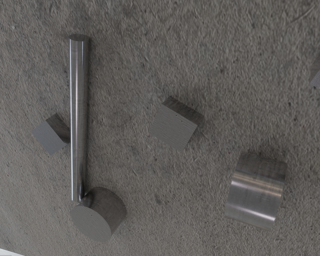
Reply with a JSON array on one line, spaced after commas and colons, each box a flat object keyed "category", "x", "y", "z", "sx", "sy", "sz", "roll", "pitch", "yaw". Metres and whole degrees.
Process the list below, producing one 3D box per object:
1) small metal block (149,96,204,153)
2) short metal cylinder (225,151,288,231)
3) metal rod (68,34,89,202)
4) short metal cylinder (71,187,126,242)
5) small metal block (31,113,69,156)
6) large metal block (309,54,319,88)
[{"category": "small metal block", "x": 0.020, "y": -0.004, "z": 0.394, "sx": 0.050, "sy": 0.025, "sz": 0.050, "roll": 32, "pitch": 129, "yaw": 7}, {"category": "short metal cylinder", "x": 0.111, "y": 0.072, "z": 0.357, "sx": 0.050, "sy": 0.080, "sz": 0.079, "roll": 15, "pitch": 124, "yaw": 20}, {"category": "metal rod", "x": -0.125, "y": 0.006, "z": 0.476, "sx": 0.025, "sy": 0.025, "sz": 0.298, "roll": 22, "pitch": 127, "yaw": 15}, {"category": "short metal cylinder", "x": -0.106, "y": 0.150, "z": 0.539, "sx": 0.080, "sy": 0.050, "sz": 0.079, "roll": 13, "pitch": 124, "yaw": 21}, {"category": "small metal block", "x": -0.174, "y": 0.011, "z": 0.505, "sx": 0.050, "sy": 0.025, "sz": 0.050, "roll": -28, "pitch": 103, "yaw": 37}, {"category": "large metal block", "x": 0.186, "y": -0.060, "z": 0.256, "sx": 0.080, "sy": 0.050, "sz": 0.079, "roll": 30, "pitch": 128, "yaw": 9}]
